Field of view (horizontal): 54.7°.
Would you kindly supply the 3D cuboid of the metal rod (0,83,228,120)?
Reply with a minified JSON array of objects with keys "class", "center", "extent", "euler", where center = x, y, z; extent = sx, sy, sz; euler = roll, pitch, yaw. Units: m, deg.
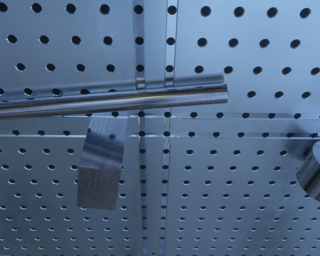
[{"class":"metal rod","center":[-0.070,-0.032,0.383],"extent":[0.302,0.025,0.025],"euler":[-4,130,3]}]

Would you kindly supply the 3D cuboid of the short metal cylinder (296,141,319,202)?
[{"class":"short metal cylinder","center":[0.241,0.063,0.433],"extent":[0.081,0.080,0.050],"euler":[8,130,-7]}]

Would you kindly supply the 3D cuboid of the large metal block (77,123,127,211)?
[{"class":"large metal block","center":[-0.078,0.052,0.419],"extent":[0.050,0.080,0.079],"euler":[8,130,-7]}]
